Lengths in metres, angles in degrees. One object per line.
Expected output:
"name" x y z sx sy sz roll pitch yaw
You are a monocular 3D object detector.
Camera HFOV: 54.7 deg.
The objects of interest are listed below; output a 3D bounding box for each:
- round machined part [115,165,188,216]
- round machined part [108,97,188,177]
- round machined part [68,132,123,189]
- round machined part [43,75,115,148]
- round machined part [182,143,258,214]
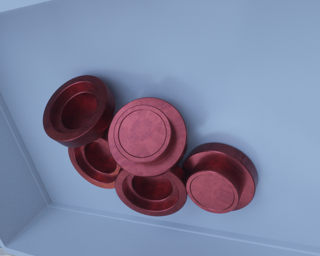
"round machined part" -0.009 0.074 0.429 0.099 0.042 0.097 6 125 8
"round machined part" -0.017 0.009 0.373 0.098 0.042 0.097 -2 79 10
"round machined part" -0.083 0.039 0.461 0.098 0.042 0.097 13 124 20
"round machined part" -0.102 -0.019 0.413 0.098 0.098 0.042 3 155 26
"round machined part" 0.073 0.071 0.400 0.098 0.042 0.097 13 124 20
